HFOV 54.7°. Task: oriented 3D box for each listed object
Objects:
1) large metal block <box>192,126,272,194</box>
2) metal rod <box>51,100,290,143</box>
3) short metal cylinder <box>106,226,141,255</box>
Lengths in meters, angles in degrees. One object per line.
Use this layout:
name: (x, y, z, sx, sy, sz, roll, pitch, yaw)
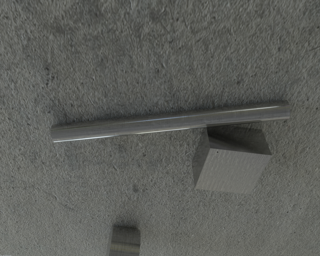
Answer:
large metal block: (0.095, 0.043, 0.429, 0.081, 0.050, 0.079, 7, 130, -7)
metal rod: (0.010, -0.008, 0.400, 0.302, 0.025, 0.025, -6, 130, 4)
short metal cylinder: (-0.068, 0.222, 0.559, 0.050, 0.080, 0.079, 11, 129, -10)
